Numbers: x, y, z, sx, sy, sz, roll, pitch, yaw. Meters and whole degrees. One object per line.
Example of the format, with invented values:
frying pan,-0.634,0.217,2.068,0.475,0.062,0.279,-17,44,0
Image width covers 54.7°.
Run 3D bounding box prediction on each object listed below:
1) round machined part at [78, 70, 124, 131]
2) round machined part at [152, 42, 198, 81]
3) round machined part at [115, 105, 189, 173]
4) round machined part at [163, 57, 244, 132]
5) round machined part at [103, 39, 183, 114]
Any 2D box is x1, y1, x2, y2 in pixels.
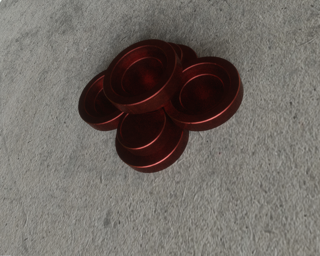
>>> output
round machined part,-0.066,-0.038,0.450,0.098,0.042,0.098,-13,56,20
round machined part,0.007,-0.082,0.440,0.098,0.042,0.098,-13,56,20
round machined part,-0.016,0.005,0.398,0.098,0.042,0.098,-13,56,20
round machined part,0.055,-0.038,0.388,0.098,0.042,0.098,-13,56,20
round machined part,-0.018,-0.059,0.384,0.098,0.042,0.098,-13,57,21
